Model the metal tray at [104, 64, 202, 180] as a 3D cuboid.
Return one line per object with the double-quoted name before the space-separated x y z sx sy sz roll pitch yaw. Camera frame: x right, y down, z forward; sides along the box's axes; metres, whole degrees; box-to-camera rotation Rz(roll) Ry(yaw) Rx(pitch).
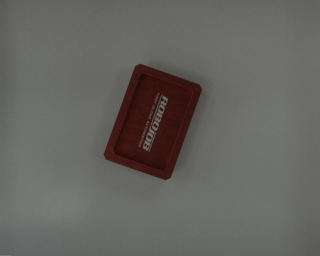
"metal tray" -0.009 -0.008 0.408 0.090 0.030 0.129 19 90 0
